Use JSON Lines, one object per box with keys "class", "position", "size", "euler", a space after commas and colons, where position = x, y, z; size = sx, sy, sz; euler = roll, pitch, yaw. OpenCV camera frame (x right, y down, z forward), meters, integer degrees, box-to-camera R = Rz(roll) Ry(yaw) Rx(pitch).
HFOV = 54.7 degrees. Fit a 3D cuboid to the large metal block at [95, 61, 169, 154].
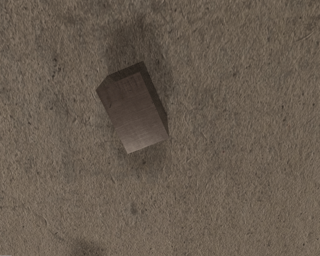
{"class": "large metal block", "position": [-0.029, -0.028, 0.370], "size": [0.050, 0.080, 0.080], "euler": [-22, 109, 7]}
